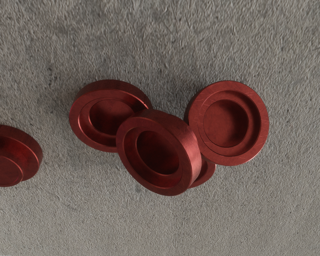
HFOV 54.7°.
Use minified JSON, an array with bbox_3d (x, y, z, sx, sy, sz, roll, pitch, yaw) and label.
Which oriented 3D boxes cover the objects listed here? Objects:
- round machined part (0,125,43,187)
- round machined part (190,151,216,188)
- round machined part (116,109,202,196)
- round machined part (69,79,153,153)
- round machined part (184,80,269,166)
[{"bbox_3d":[-0.220,0.045,0.432,0.099,0.042,0.097,0,130,0],"label":"round machined part"},{"bbox_3d":[0.026,0.039,0.428,0.099,0.042,0.097,0,132,1],"label":"round machined part"},{"bbox_3d":[0.002,0.023,0.340,0.098,0.042,0.097,20,129,28],"label":"round machined part"},{"bbox_3d":[-0.057,-0.018,0.380,0.099,0.042,0.097,0,130,0],"label":"round machined part"},{"bbox_3d":[0.075,-0.005,0.370,0.099,0.042,0.097,1,87,-12],"label":"round machined part"}]
